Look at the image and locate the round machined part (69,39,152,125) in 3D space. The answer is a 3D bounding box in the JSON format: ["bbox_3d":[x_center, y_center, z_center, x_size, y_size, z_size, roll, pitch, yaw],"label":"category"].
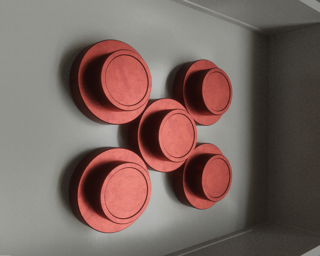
[{"bbox_3d":[-0.048,-0.052,0.355,0.099,0.042,0.097,0,90,-40],"label":"round machined part"}]

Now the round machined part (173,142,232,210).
[{"bbox_3d":[0.069,0.071,0.454,0.099,0.042,0.097,0,90,-40],"label":"round machined part"}]

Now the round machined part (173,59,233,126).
[{"bbox_3d":[0.069,-0.052,0.454,0.099,0.042,0.097,0,90,-40],"label":"round machined part"}]

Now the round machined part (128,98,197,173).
[{"bbox_3d":[0.011,0.010,0.404,0.099,0.042,0.097,0,90,-40],"label":"round machined part"}]

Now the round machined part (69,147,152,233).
[{"bbox_3d":[-0.049,0.071,0.355,0.099,0.042,0.097,0,90,-40],"label":"round machined part"}]
